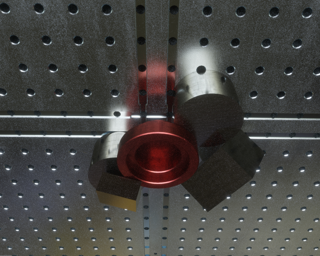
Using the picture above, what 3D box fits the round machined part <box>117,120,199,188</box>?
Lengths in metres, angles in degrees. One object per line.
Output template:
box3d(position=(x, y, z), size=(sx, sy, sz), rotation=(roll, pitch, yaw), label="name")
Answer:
box3d(position=(-0.002, 0.028, 0.386), size=(0.099, 0.042, 0.097), rotation=(0, 130, 0), label="round machined part")

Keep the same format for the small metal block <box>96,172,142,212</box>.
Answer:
box3d(position=(-0.052, 0.083, 0.400), size=(0.050, 0.025, 0.050), rotation=(14, 149, 4), label="small metal block")

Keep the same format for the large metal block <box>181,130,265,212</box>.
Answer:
box3d(position=(0.085, 0.053, 0.413), size=(0.050, 0.080, 0.080), rotation=(46, 122, 7), label="large metal block")

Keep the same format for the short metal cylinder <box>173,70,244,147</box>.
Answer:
box3d(position=(0.056, -0.023, 0.376), size=(0.081, 0.050, 0.079), rotation=(0, 130, 0), label="short metal cylinder")

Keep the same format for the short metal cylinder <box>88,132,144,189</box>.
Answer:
box3d(position=(-0.057, 0.052, 0.438), size=(0.081, 0.050, 0.079), rotation=(0, 130, 0), label="short metal cylinder")
